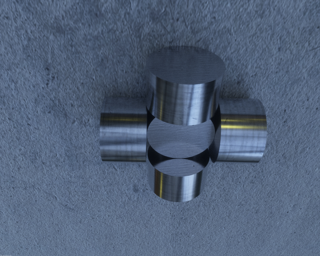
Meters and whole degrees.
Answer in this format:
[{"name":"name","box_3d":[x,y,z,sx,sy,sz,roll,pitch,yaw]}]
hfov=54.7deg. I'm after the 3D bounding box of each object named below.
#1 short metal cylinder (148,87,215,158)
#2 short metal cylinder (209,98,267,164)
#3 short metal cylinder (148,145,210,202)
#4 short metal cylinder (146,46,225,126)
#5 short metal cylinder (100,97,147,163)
[{"name":"short metal cylinder","box_3d":[0.025,-0.008,0.386,0.081,0.050,0.079,0,130,0]},{"name":"short metal cylinder","box_3d":[0.090,0.003,0.377,0.050,0.080,0.079,2,130,-2]},{"name":"short metal cylinder","box_3d":[0.024,0.052,0.417,0.081,0.080,0.050,0,130,-1]},{"name":"short metal cylinder","box_3d":[0.025,-0.047,0.332,0.081,0.080,0.050,1,130,-2]},{"name":"short metal cylinder","box_3d":[-0.041,0.002,0.375,0.050,0.080,0.079,2,130,-2]}]
